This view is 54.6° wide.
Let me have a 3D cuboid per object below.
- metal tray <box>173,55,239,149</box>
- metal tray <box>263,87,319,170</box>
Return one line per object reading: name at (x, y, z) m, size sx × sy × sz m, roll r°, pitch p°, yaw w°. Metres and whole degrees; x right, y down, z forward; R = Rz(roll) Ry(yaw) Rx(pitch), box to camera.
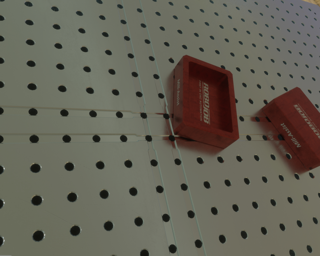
metal tray at (0.068, -0.041, 0.465) m, size 0.091 × 0.030 × 0.130 m, roll 16°, pitch 55°, yaw -19°
metal tray at (0.249, -0.003, 0.540) m, size 0.091 × 0.030 × 0.130 m, roll -24°, pitch 75°, yaw -36°
